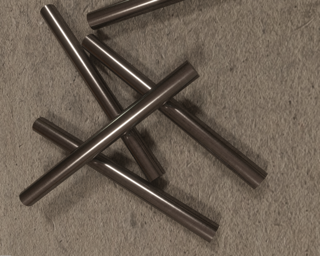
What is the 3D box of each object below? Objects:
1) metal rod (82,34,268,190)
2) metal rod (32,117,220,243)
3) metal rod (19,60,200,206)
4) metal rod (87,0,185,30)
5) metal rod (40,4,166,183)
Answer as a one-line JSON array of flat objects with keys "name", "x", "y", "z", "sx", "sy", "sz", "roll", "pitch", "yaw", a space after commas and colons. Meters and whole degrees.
[{"name": "metal rod", "x": 0.009, "y": -0.030, "z": 0.405, "sx": 0.300, "sy": 0.025, "sz": 0.025, "roll": 40, "pitch": 103, "yaw": 15}, {"name": "metal rod", "x": -0.058, "y": 0.063, "z": 0.428, "sx": 0.301, "sy": 0.025, "sz": 0.025, "roll": 29, "pitch": 99, "yaw": 17}, {"name": "metal rod", "x": -0.076, "y": 0.016, "z": 0.406, "sx": 0.300, "sy": 0.025, "sz": 0.025, "roll": -37, "pitch": 79, "yaw": 16}, {"name": "metal rod", "x": 0.042, "y": -0.180, "z": 0.393, "sx": 0.301, "sy": 0.025, "sz": 0.025, "roll": -11, "pitch": 86, "yaw": 19}, {"name": "metal rod", "x": -0.086, "y": -0.056, "z": 0.437, "sx": 0.025, "sy": 0.025, "sz": 0.299, "roll": -38, "pitch": 78, "yaw": 16}]
